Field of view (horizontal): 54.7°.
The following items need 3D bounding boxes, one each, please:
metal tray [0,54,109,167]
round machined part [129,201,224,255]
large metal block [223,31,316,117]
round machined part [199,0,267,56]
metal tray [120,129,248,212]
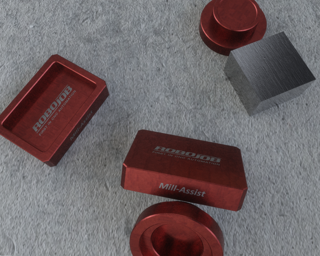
[{"bbox_3d":[-0.141,-0.026,0.413,0.090,0.030,0.130,30,72,10],"label":"metal tray"},{"bbox_3d":[0.020,0.119,0.337,0.098,0.042,0.097,5,115,12],"label":"round machined part"},{"bbox_3d":[0.146,-0.073,0.423,0.080,0.050,0.080,-22,72,-8],"label":"large metal block"},{"bbox_3d":[0.110,-0.159,0.459,0.099,0.042,0.098,0,70,-1],"label":"round machined part"},{"bbox_3d":[0.029,0.045,0.360,0.131,0.030,0.090,11,26,3],"label":"metal tray"}]
